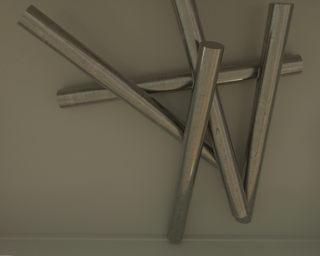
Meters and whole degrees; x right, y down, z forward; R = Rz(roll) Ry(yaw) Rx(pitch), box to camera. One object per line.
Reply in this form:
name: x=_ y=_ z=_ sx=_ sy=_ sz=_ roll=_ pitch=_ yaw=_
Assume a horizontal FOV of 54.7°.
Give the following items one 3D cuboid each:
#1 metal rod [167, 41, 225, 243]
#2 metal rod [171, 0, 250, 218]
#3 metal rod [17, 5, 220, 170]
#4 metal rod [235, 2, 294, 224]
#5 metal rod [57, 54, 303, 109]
metal rod: x=0.038 y=0.041 z=0.392 sx=0.025 sy=0.025 sz=0.298 roll=5 pitch=123 yaw=-2
metal rod: x=0.066 y=-0.017 z=0.378 sx=0.025 sy=0.025 sz=0.298 roll=-17 pitch=110 yaw=6
metal rod: x=-0.025 y=-0.033 z=0.372 sx=0.301 sy=0.025 sz=0.025 roll=36 pitch=106 yaw=-23
metal rod: x=0.126 y=0.001 z=0.394 sx=0.025 sy=0.025 sz=0.298 roll=1 pitch=117 yaw=0
metal rod: x=0.022 y=-0.058 z=0.390 sx=0.302 sy=0.025 sz=0.025 roll=-8 pitch=110 yaw=2
